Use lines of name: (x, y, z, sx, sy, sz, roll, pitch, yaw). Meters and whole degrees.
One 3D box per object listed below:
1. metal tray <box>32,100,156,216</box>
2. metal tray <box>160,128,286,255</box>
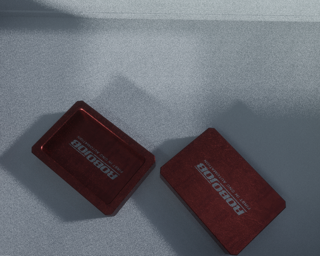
metal tray: (-0.082, 0.037, 0.392, 0.130, 0.030, 0.090, 37, 74, 12)
metal tray: (0.074, 0.075, 0.381, 0.090, 0.030, 0.130, -39, 75, -13)
